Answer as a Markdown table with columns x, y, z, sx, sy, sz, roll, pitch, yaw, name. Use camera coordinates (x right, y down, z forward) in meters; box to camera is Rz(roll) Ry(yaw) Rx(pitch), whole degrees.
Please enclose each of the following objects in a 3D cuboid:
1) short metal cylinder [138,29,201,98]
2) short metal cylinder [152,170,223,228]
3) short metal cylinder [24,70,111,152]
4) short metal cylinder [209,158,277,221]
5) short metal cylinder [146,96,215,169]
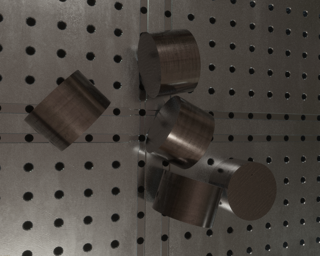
| x | y | z | sx | sy | sz | roll | pitch | yaw | name |
| --- | --- | --- | --- | --- | --- | --- | --- | --- | --- |
| 0.009 | -0.081 | 0.388 | 0.050 | 0.080 | 0.079 | -11 | 94 | -20 | short metal cylinder |
| 0.036 | 0.089 | 0.398 | 0.081 | 0.080 | 0.050 | 20 | 84 | -19 | short metal cylinder |
| -0.102 | -0.019 | 0.346 | 0.050 | 0.080 | 0.080 | 46 | 76 | -15 | short metal cylinder |
| 0.118 | 0.086 | 0.445 | 0.081 | 0.050 | 0.079 | 0 | 90 | -20 | short metal cylinder |
| 0.024 | 0.006 | 0.393 | 0.050 | 0.080 | 0.080 | 28 | 81 | -18 | short metal cylinder |
